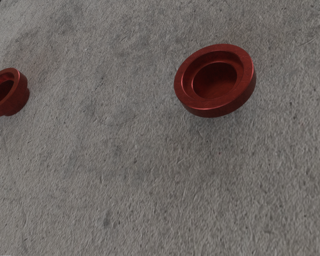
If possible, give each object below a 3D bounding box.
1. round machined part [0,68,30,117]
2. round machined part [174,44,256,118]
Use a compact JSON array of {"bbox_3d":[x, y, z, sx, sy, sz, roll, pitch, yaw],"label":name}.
[{"bbox_3d":[-0.285,-0.061,0.576,0.098,0.042,0.098,-13,56,20],"label":"round machined part"},{"bbox_3d":[0.071,-0.054,0.389,0.098,0.042,0.098,-13,56,20],"label":"round machined part"}]
